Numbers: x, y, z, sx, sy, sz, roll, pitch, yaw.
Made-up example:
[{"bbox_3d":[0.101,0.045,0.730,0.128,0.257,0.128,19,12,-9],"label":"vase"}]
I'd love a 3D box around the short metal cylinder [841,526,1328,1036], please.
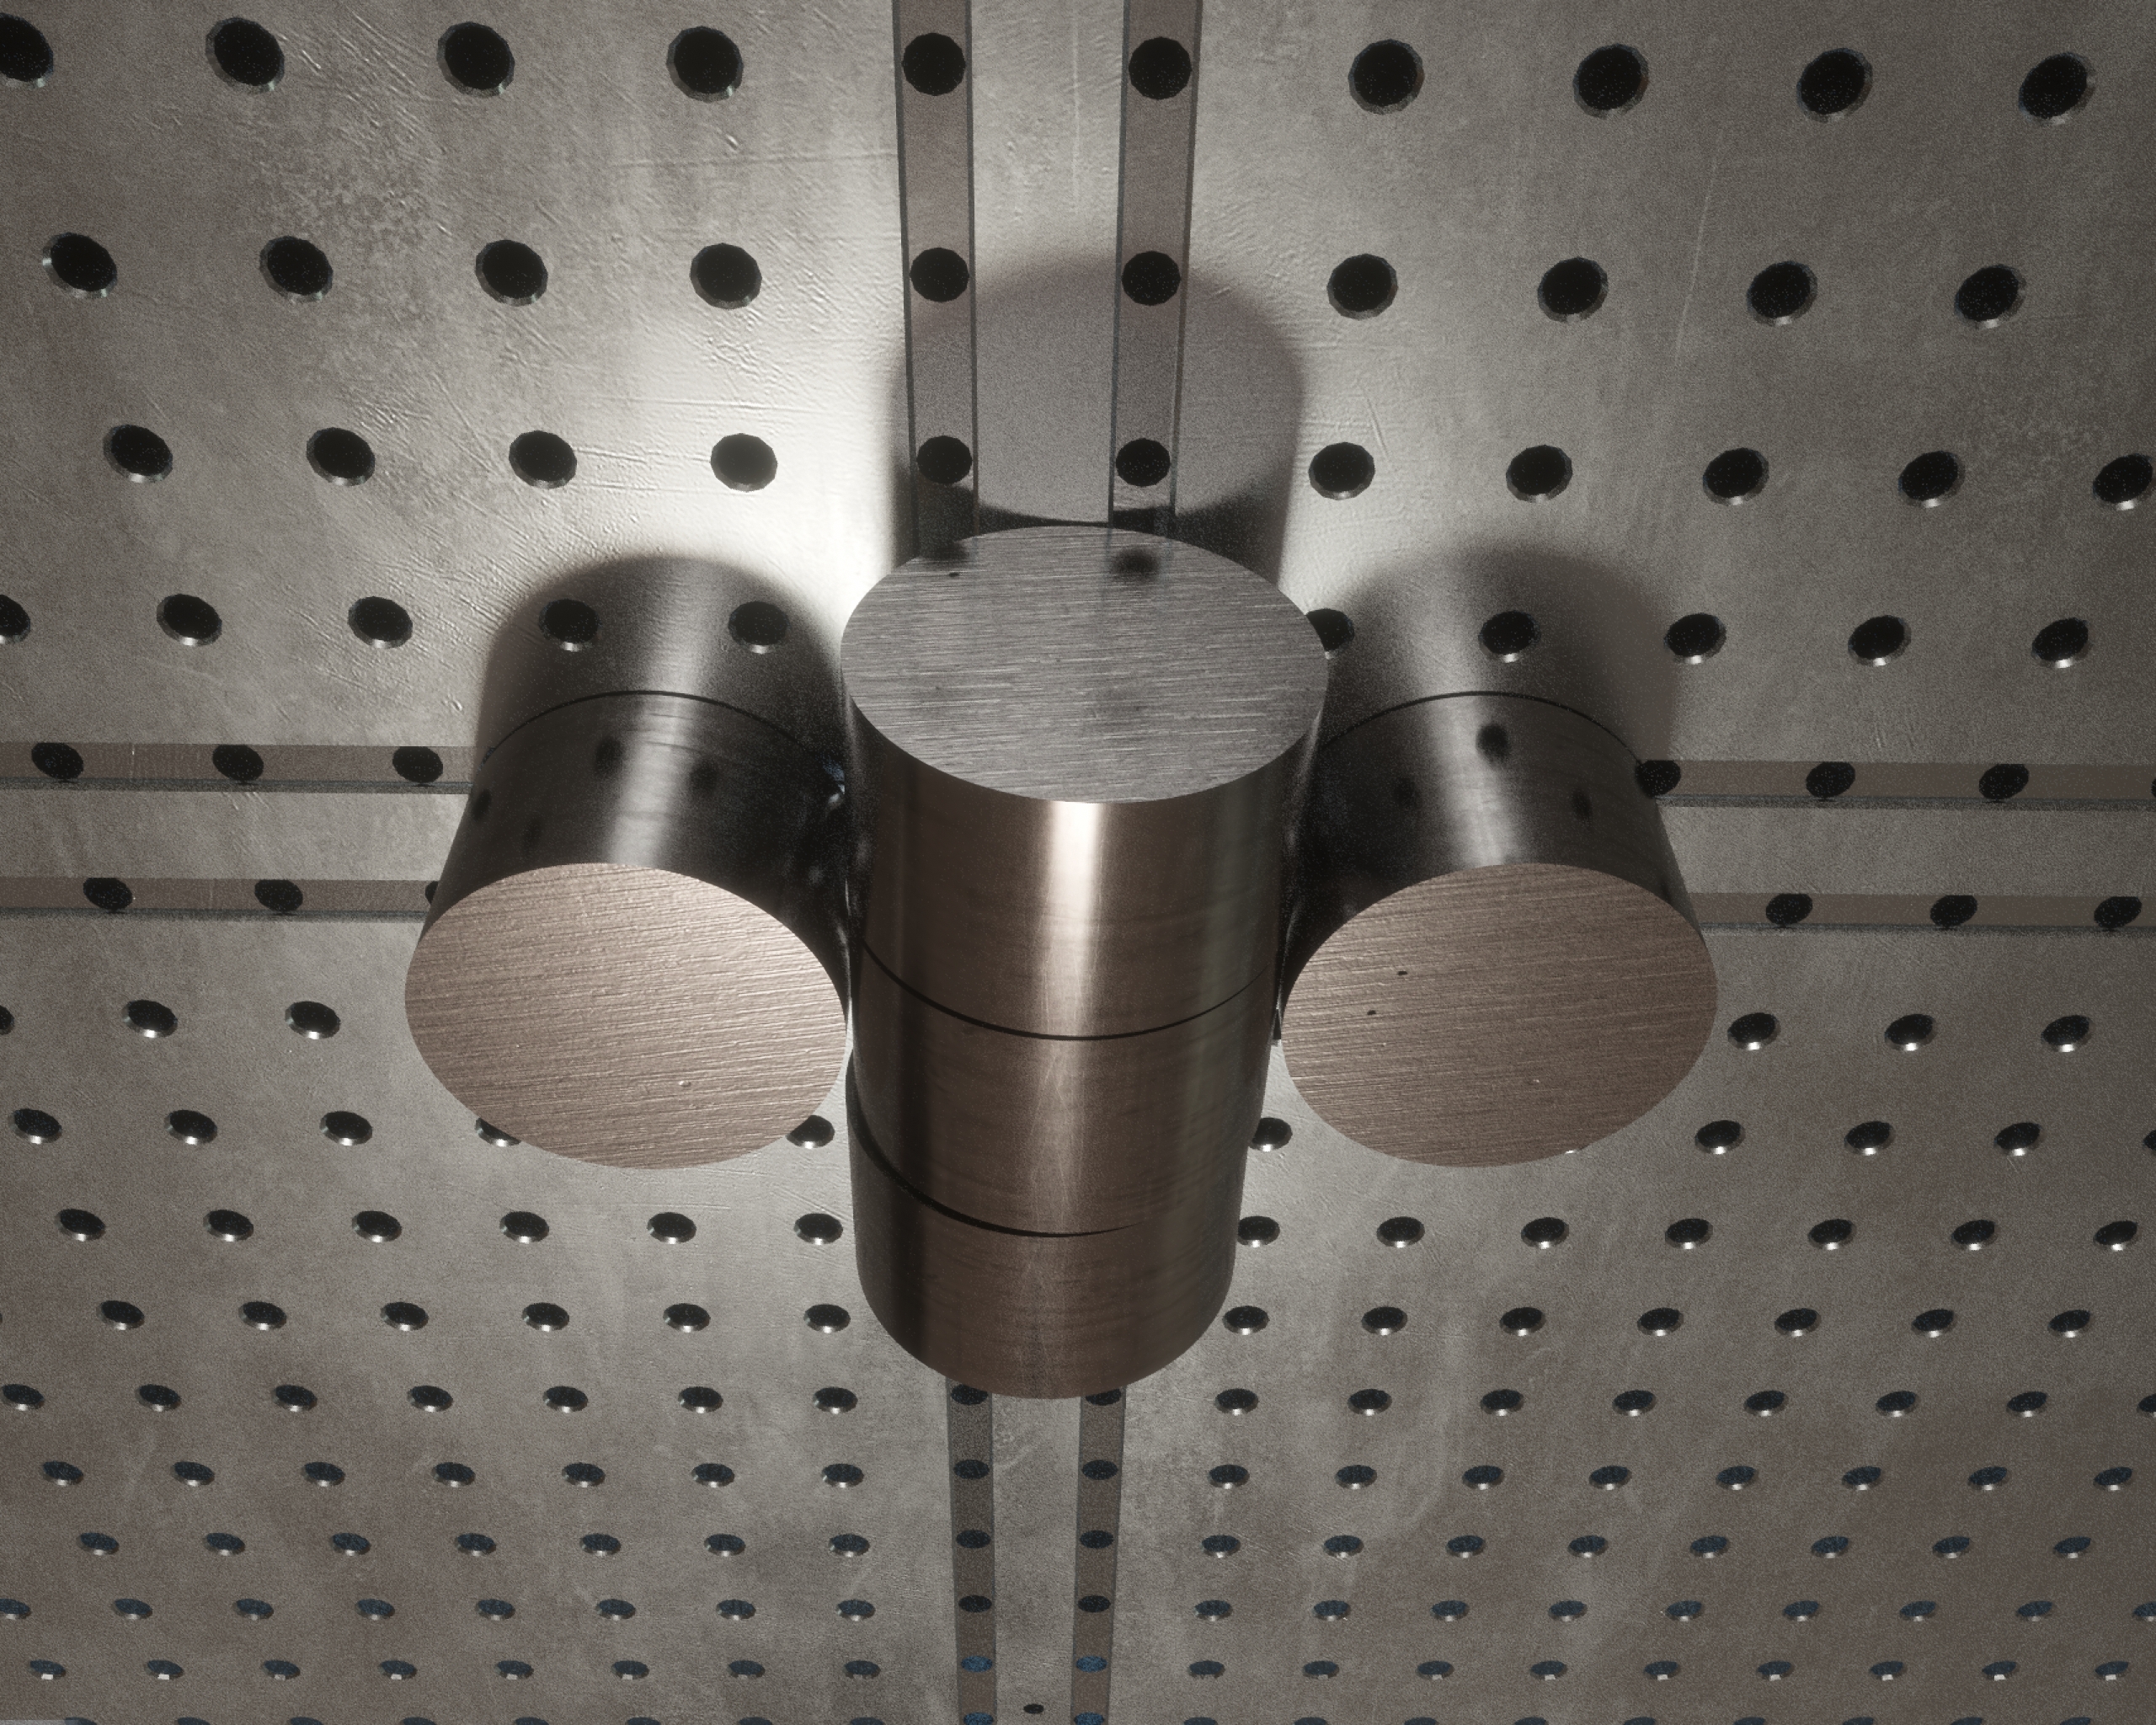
[{"bbox_3d":[0.000,-0.016,0.361,0.081,0.080,0.050,2,130,-2],"label":"short metal cylinder"}]

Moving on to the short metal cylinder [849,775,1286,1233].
[{"bbox_3d":[-0.002,0.023,0.394,0.081,0.080,0.050,2,130,-2],"label":"short metal cylinder"}]

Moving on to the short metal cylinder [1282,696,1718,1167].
[{"bbox_3d":[0.078,0.014,0.408,0.081,0.050,0.079,0,130,0],"label":"short metal cylinder"}]

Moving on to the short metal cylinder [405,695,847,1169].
[{"bbox_3d":[-0.084,0.014,0.405,0.081,0.050,0.079,0,130,0],"label":"short metal cylinder"}]

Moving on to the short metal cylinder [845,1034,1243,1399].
[{"bbox_3d":[-0.006,0.062,0.427,0.081,0.080,0.050,1,130,-1],"label":"short metal cylinder"}]
